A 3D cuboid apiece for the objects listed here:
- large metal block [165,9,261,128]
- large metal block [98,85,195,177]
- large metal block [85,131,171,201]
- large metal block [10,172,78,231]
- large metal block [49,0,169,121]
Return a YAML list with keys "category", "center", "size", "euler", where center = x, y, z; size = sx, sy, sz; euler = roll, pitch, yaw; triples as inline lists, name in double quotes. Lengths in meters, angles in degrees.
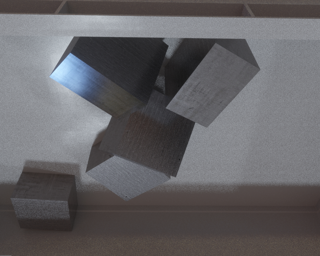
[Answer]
- category: "large metal block"
  center: [0.048, -0.062, 0.321]
  size: [0.050, 0.080, 0.080]
  euler: [25, 126, -20]
- category: "large metal block"
  center: [-0.013, 0.004, 0.362]
  size: [0.080, 0.080, 0.050]
  euler: [26, 169, -29]
- category: "large metal block"
  center: [-0.042, 0.048, 0.433]
  size: [0.080, 0.050, 0.080]
  euler: [-31, 124, 23]
- category: "large metal block"
  center: [-0.178, 0.117, 0.491]
  size: [0.081, 0.050, 0.079]
  euler: [5, 130, -4]
- category: "large metal block"
  center: [-0.047, -0.067, 0.307]
  size: [0.080, 0.080, 0.050]
  euler: [34, 146, -25]
